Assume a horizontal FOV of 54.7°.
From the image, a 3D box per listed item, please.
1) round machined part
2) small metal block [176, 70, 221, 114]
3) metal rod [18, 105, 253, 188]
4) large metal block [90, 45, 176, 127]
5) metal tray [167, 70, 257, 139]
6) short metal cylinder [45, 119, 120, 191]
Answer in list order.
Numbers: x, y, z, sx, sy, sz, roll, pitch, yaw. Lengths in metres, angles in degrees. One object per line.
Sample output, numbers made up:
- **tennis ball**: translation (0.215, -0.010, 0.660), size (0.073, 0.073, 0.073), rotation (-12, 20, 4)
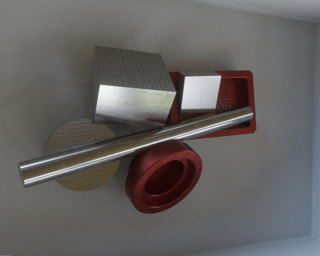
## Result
- **round machined part**: translation (0.000, 0.056, 0.384), size (0.099, 0.042, 0.097), rotation (-21, 133, -24)
- **small metal block**: translation (0.048, -0.048, 0.405), size (0.050, 0.025, 0.050), rotation (-5, 118, -20)
- **metal rod**: translation (-0.003, 0.012, 0.365), size (0.303, 0.025, 0.025), rotation (-15, 95, -31)
- **large metal block**: translation (-0.035, -0.049, 0.359), size (0.081, 0.080, 0.050), rotation (3, 131, -19)
- **metal tray**: translation (0.069, -0.033, 0.432), size (0.131, 0.030, 0.089), rotation (-5, 92, -20)
- **short metal cylinder**: translation (-0.091, 0.029, 0.362), size (0.081, 0.050, 0.079), rotation (0, 90, -21)
